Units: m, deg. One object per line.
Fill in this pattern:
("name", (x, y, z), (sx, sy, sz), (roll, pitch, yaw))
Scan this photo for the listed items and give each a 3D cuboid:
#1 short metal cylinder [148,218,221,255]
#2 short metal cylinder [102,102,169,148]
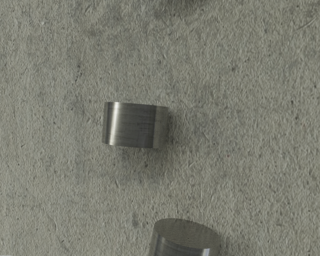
("short metal cylinder", (0.028, 0.148, 0.370), (0.080, 0.080, 0.050), (13, 94, 19))
("short metal cylinder", (-0.031, -0.004, 0.391), (0.080, 0.080, 0.050), (5, 92, 20))
